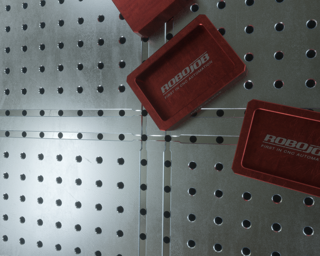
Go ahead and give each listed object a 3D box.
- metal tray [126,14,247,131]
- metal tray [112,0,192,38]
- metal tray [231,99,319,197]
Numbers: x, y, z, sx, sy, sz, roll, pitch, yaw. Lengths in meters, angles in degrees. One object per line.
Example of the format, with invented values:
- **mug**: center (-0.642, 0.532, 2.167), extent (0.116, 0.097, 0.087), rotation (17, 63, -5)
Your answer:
- **metal tray**: center (0.032, -0.067, 0.397), extent (0.130, 0.030, 0.090), rotation (-37, 78, 15)
- **metal tray**: center (-0.027, -0.200, 0.419), extent (0.090, 0.030, 0.130), rotation (-36, 79, 16)
- **metal tray**: center (0.158, 0.024, 0.354), extent (0.130, 0.030, 0.089), rotation (14, 95, 19)
